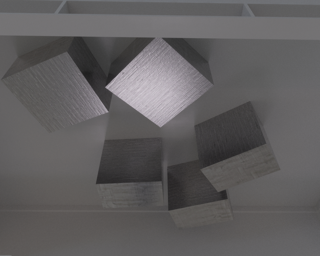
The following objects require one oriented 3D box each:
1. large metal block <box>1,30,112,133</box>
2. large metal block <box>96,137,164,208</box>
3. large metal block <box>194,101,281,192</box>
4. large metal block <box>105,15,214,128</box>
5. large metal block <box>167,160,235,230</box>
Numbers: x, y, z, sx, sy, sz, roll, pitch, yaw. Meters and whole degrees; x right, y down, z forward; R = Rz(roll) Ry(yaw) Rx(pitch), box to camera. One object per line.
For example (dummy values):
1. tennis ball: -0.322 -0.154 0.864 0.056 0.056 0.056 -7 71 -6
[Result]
1. large metal block: -0.110 -0.050 0.349 0.080 0.050 0.080 -18 128 15
2. large metal block: -0.037 0.060 0.423 0.080 0.080 0.050 -3 130 2
3. large metal block: 0.094 0.023 0.393 0.080 0.080 0.050 -25 126 19
4. large metal block: 0.000 -0.059 0.342 0.080 0.050 0.080 36 121 -27
5. large metal block: 0.057 0.093 0.453 0.080 0.080 0.050 -14 129 12
